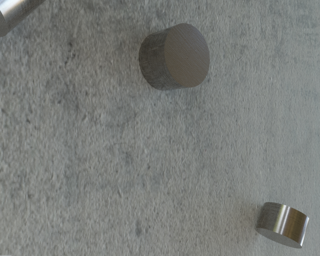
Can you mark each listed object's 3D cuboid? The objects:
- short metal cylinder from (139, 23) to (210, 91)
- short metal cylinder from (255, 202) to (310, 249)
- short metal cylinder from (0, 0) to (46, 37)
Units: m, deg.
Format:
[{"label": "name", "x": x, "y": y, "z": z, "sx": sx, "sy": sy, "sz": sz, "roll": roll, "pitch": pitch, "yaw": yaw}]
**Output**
[{"label": "short metal cylinder", "x": 0.020, "y": -0.091, "z": 0.407, "sx": 0.081, "sy": 0.050, "sz": 0.079, "roll": 0, "pitch": 90, "yaw": -40}, {"label": "short metal cylinder", "x": 0.220, "y": 0.175, "z": 0.557, "sx": 0.080, "sy": 0.080, "sz": 0.050, "roll": 41, "pitch": 65, "yaw": -33}, {"label": "short metal cylinder", "x": -0.141, "y": -0.123, "z": 0.252, "sx": 0.080, "sy": 0.080, "sz": 0.050, "roll": 49, "pitch": 61, "yaw": -30}]
